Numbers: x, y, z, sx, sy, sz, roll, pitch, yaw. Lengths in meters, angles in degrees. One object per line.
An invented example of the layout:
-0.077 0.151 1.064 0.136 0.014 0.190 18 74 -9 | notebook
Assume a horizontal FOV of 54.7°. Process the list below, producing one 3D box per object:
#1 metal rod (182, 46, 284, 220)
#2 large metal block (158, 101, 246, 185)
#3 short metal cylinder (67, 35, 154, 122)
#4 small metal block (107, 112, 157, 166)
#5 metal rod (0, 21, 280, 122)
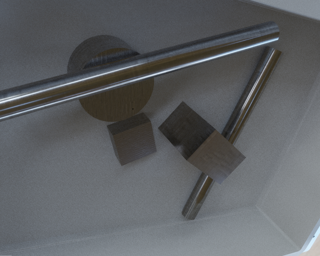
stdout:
0.105 0.020 0.480 0.025 0.025 0.298 10 113 -33 | metal rod
0.056 0.020 0.418 0.050 0.080 0.080 -48 129 5 | large metal block
-0.053 -0.053 0.331 0.081 0.050 0.079 -14 125 -21 | short metal cylinder
-0.036 0.014 0.400 0.050 0.025 0.050 -21 127 -16 | small metal block
-0.011 -0.061 0.301 0.302 0.025 0.025 -19 126 -18 | metal rod
